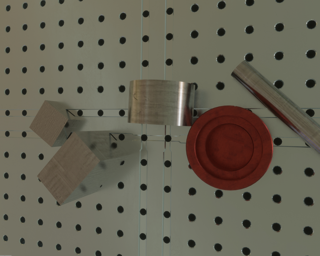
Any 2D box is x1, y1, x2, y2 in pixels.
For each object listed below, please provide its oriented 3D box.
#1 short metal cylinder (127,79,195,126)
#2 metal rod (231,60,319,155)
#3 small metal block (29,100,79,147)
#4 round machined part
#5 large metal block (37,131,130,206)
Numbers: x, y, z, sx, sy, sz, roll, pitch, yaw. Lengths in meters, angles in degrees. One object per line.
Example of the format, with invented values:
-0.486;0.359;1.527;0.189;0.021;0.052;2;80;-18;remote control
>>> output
0.002;-0.029;0.382;0.080;0.080;0.050;4;91;19;short metal cylinder
0.197;0.031;0.343;0.300;0.025;0.025;46;104;14;metal rod
-0.160;-0.007;0.467;0.050;0.025;0.050;37;102;16;small metal block
0.084;0.023;0.374;0.098;0.042;0.097;0;90;19;round machined part
-0.100;0.050;0.417;0.050;0.080;0.080;46;104;14;large metal block
